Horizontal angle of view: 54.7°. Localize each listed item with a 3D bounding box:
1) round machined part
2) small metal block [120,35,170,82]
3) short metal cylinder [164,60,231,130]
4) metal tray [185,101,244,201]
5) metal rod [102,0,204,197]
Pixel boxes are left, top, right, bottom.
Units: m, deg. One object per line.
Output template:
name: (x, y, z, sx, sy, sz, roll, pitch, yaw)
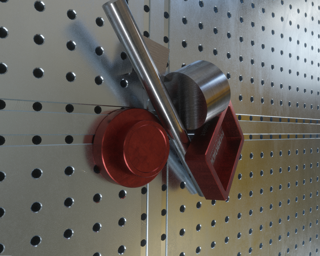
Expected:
round machined part: (-0.027, 0.024, 0.376, 0.099, 0.042, 0.097, 0, 90, -40)
small metal block: (-0.018, -0.085, 0.396, 0.050, 0.025, 0.050, 17, 79, -39)
short metal cylinder: (0.046, -0.044, 0.414, 0.050, 0.080, 0.080, -32, 110, -36)
metal tray: (0.085, 0.028, 0.452, 0.090, 0.030, 0.130, 61, 40, -31)
metal rod: (0.010, -0.018, 0.398, 0.025, 0.025, 0.299, -47, 126, -30)
